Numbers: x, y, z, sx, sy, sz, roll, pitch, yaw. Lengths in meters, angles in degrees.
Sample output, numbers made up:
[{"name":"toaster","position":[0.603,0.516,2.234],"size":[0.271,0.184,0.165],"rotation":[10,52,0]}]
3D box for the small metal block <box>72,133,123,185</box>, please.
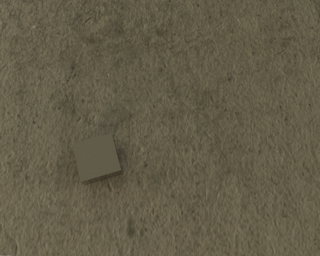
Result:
[{"name":"small metal block","position":[-0.078,0.040,0.393],"size":[0.050,0.025,0.050],"rotation":[-16,71,-6]}]
